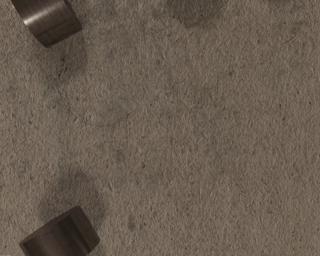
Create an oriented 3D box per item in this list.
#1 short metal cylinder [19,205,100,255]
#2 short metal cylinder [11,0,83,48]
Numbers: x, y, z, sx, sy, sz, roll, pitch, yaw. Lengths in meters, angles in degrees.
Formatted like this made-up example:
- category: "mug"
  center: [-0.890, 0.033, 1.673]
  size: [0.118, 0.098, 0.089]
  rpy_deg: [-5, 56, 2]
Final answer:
- category: "short metal cylinder"
  center: [-0.122, 0.139, 0.381]
  size: [0.080, 0.080, 0.050]
  rpy_deg: [-31, 90, 0]
- category: "short metal cylinder"
  center: [-0.139, -0.146, 0.381]
  size: [0.050, 0.080, 0.080]
  rpy_deg: [-29, 90, 0]
